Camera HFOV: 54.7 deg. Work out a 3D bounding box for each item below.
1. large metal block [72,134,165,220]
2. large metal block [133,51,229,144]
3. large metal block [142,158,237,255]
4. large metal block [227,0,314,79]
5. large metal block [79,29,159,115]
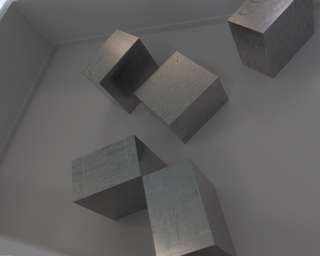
[{"bbox_3d":[-0.042,0.060,0.356,0.080,0.080,0.050,-23,53,14],"label":"large metal block"},{"bbox_3d":[0.027,-0.040,0.401,0.080,0.050,0.080,-45,51,-3],"label":"large metal block"},{"bbox_3d":[0.030,0.088,0.301,0.050,0.080,0.080,-24,53,14],"label":"large metal block"},{"bbox_3d":[0.136,-0.121,0.373,0.080,0.080,0.050,-47,51,-5],"label":"large metal block"},{"bbox_3d":[-0.053,-0.080,0.447,0.050,0.080,0.080,33,80,38],"label":"large metal block"}]
